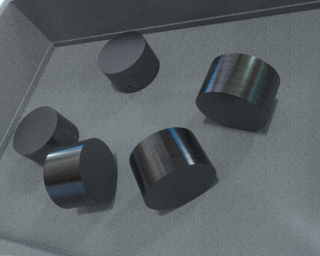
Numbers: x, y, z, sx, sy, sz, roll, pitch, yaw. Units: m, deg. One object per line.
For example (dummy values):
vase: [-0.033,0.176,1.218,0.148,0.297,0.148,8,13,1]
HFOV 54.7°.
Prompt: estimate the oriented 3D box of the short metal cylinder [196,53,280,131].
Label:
short metal cylinder: [0.087,-0.038,0.348,0.080,0.080,0.050,12,68,33]

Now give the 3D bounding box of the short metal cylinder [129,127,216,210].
short metal cylinder: [0.013,0.045,0.335,0.080,0.080,0.050,-33,52,7]

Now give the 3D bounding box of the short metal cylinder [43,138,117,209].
short metal cylinder: [-0.096,0.056,0.384,0.050,0.080,0.080,-14,56,20]

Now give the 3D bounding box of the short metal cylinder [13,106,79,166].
short metal cylinder: [-0.171,0.014,0.469,0.080,0.050,0.080,-13,56,20]

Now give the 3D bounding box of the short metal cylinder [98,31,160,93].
short metal cylinder: [-0.047,-0.101,0.475,0.080,0.050,0.080,-13,56,20]
